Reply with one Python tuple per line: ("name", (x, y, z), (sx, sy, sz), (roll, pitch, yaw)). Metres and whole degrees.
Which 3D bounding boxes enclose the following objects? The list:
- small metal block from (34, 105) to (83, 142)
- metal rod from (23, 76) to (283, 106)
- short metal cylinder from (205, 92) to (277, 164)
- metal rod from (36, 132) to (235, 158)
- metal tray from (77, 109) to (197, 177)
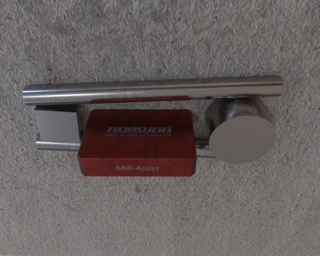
("small metal block", (-0.129, -0.009, 0.400), (0.050, 0.025, 0.050), (3, 130, -3))
("metal rod", (-0.009, -0.044, 0.371), (0.302, 0.025, 0.025), (-2, 130, 1))
("short metal cylinder", (0.099, 0.000, 0.393), (0.081, 0.050, 0.079), (0, 130, 0))
("metal rod", (-0.014, 0.025, 0.430), (0.302, 0.025, 0.025), (3, 130, -3))
("metal tray", (-0.025, 0.016, 0.377), (0.131, 0.090, 0.030), (0, 130, 0))
